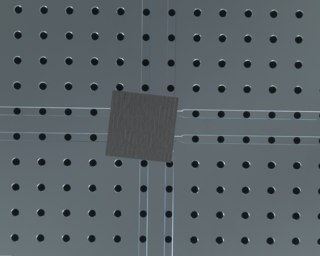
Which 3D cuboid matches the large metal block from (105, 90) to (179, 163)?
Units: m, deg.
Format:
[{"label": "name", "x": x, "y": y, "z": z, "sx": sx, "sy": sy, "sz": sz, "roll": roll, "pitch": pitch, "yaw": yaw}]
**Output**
[{"label": "large metal block", "x": -0.022, "y": -0.002, "z": 0.401, "sx": 0.080, "sy": 0.050, "sz": 0.080, "roll": 6, "pitch": 90, "yaw": 0}]
